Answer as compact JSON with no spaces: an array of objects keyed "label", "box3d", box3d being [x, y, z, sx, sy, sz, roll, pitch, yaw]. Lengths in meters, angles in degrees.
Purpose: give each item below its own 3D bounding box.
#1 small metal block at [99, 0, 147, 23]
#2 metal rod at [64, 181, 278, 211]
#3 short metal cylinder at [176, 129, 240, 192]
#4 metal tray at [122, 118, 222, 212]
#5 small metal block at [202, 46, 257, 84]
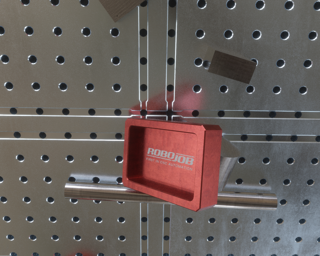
[{"label":"small metal block","box3d":[-0.045,-0.157,0.355,0.050,0.025,0.050,-33,107,11]},{"label":"metal rod","box3d":[0.017,0.099,0.449,0.302,0.025,0.025,4,110,-2]},{"label":"short metal cylinder","box3d":[0.055,0.039,0.399,0.080,0.080,0.050,17,109,-7]},{"label":"metal tray","box3d":[0.008,0.036,0.367,0.030,0.130,0.089,0,95,-44]},{"label":"small metal block","box3d":[0.082,-0.077,0.372,0.050,0.050,0.025,16,109,-6]}]
